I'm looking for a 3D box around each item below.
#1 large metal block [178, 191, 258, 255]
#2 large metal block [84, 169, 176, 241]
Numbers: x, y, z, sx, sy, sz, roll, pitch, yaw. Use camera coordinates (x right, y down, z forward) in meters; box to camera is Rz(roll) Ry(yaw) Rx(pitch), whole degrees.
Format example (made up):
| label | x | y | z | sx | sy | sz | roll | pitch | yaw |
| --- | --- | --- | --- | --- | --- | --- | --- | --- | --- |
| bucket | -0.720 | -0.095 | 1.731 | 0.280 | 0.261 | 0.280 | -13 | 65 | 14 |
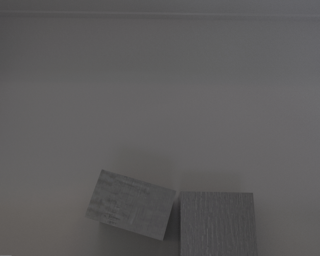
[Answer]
| label | x | y | z | sx | sy | sz | roll | pitch | yaw |
| --- | --- | --- | --- | --- | --- | --- | --- | --- | --- |
| large metal block | 0.062 | 0.117 | 0.354 | 0.080 | 0.050 | 0.080 | 1 | 70 | 0 |
| large metal block | -0.029 | 0.089 | 0.347 | 0.080 | 0.080 | 0.050 | 15 | 71 | 5 |
